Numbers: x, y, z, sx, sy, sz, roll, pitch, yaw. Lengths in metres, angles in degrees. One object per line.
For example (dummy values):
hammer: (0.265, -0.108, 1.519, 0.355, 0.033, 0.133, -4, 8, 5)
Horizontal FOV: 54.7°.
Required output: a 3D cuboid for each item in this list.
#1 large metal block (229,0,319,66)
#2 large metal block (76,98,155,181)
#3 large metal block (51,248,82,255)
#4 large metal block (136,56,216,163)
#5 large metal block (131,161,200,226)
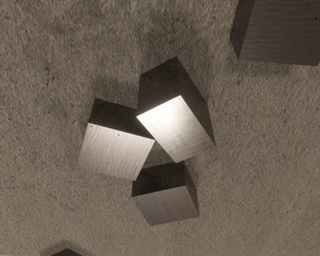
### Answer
large metal block: (0.120, -0.110, 0.299, 0.081, 0.050, 0.079, 4, 130, -4)
large metal block: (-0.057, 0.017, 0.404, 0.081, 0.050, 0.079, 15, 128, -13)
large metal block: (-0.196, 0.303, 0.646, 0.080, 0.050, 0.080, -30, 125, 22)
large metal block: (0.019, -0.021, 0.353, 0.050, 0.080, 0.080, -25, 126, 19)
large metal block: (0.010, 0.101, 0.478, 0.080, 0.050, 0.080, -15, 129, 11)
